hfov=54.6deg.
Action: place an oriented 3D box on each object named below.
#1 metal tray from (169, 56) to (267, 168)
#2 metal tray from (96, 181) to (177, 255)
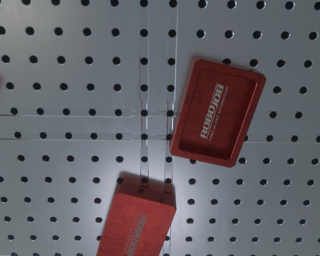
[{"bbox_3d":[0.071,-0.019,0.404,0.090,0.030,0.129,13,110,-5],"label":"metal tray"},{"bbox_3d":[-0.037,0.152,0.466,0.090,0.030,0.129,16,109,-6],"label":"metal tray"}]
